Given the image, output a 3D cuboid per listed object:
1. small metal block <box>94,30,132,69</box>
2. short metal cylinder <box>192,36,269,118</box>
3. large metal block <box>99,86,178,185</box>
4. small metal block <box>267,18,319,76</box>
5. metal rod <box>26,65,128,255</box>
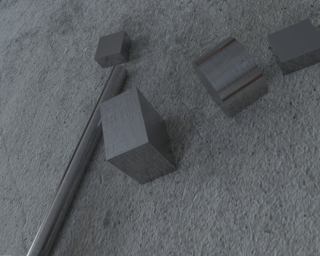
[{"bbox_3d":[-0.079,-0.133,0.525,0.050,0.025,0.050,-8,58,23],"label":"small metal block"},{"bbox_3d":[0.080,-0.058,0.362,0.050,0.080,0.080,-34,52,6],"label":"short metal cylinder"},{"bbox_3d":[-0.025,0.011,0.374,0.050,0.080,0.080,-24,53,13],"label":"large metal block"},{"bbox_3d":[0.166,-0.098,0.377,0.050,0.025,0.050,-20,54,16],"label":"small metal block"},{"bbox_3d":[-0.109,0.039,0.435,0.025,0.025,0.300,6,64,30],"label":"metal rod"}]
